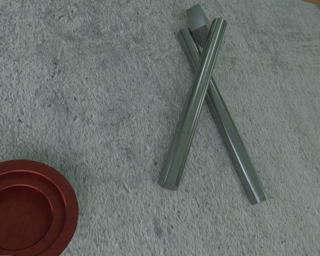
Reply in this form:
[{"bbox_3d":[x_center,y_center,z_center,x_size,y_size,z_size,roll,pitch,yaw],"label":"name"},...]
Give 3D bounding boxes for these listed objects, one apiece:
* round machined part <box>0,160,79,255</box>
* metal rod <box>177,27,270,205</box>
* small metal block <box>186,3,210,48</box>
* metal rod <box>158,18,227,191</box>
[{"bbox_3d":[-0.127,0.081,0.276,0.099,0.042,0.098,14,56,-21],"label":"round machined part"},{"bbox_3d":[0.088,-0.031,0.472,0.025,0.025,0.299,-6,65,-31],"label":"metal rod"},{"bbox_3d":[0.071,-0.176,0.536,0.050,0.025,0.050,34,40,-54],"label":"small metal block"},{"bbox_3d":[0.055,-0.053,0.443,0.025,0.025,0.300,27,59,-12],"label":"metal rod"}]
